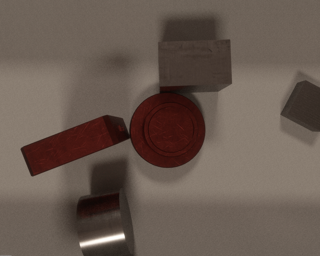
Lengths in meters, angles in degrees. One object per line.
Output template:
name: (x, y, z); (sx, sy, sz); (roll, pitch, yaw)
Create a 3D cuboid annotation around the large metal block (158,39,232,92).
large metal block: (0.039, -0.073, 0.384); (0.081, 0.080, 0.050); (-2, 90, -1)

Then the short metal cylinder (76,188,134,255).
short metal cylinder: (-0.065, 0.119, 0.383); (0.050, 0.080, 0.080); (-12, 90, 0)

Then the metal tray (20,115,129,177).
metal tray: (-0.087, 0.017, 0.358); (0.090, 0.130, 0.030); (-21, 90, 0)

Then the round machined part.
round machined part: (0.011, 0.002, 0.397); (0.099, 0.042, 0.097); (0, 88, -8)

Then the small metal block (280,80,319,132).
small metal block: (0.200, -0.029, 0.414); (0.050, 0.025, 0.050); (28, 90, -1)
